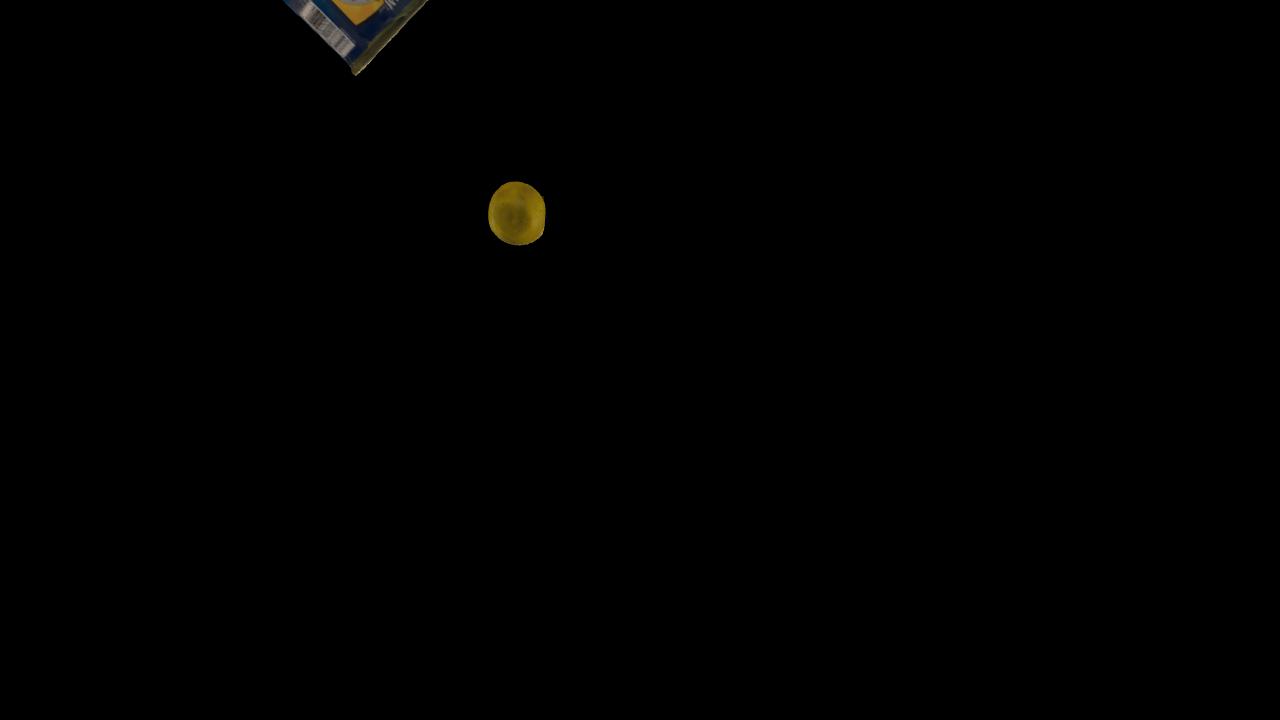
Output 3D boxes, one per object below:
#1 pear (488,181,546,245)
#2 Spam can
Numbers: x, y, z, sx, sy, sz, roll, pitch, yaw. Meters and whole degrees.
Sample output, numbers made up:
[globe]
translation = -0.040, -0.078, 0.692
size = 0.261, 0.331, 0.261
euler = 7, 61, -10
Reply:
[pear]
translation = -0.153, -0.193, 0.804
size = 0.080, 0.080, 0.111
euler = 0, 17, 8
[Spam can]
translation = -0.215, -0.285, 0.463
size = 0.058, 0.101, 0.085
euler = -1, -36, 46
